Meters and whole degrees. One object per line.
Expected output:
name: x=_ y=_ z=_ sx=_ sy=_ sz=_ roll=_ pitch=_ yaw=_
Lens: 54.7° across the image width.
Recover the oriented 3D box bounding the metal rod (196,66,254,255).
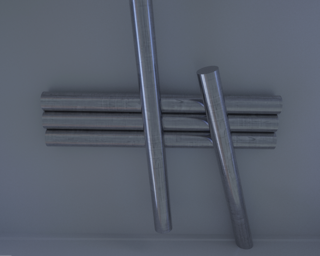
metal rod: x=0.093 y=0.062 z=0.413 sx=0.025 sy=0.025 sz=0.298 roll=-15 pitch=117 yaw=5

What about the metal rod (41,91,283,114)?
metal rod: x=0.003 y=-0.032 z=0.398 sx=0.302 sy=0.025 sz=0.025 roll=1 pitch=110 yaw=-1

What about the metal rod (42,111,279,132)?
metal rod: x=0.002 y=-0.009 z=0.407 sx=0.302 sy=0.025 sz=0.025 roll=1 pitch=110 yaw=-1

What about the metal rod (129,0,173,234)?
metal rod: x=-0.008 y=0.001 z=0.383 sx=0.025 sy=0.025 sz=0.298 roll=-5 pitch=110 yaw=1

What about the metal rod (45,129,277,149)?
metal rod: x=0.002 y=0.014 z=0.415 sx=0.302 sy=0.025 sz=0.025 roll=1 pitch=110 yaw=-1
